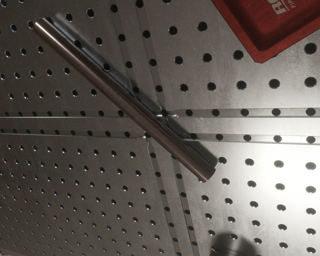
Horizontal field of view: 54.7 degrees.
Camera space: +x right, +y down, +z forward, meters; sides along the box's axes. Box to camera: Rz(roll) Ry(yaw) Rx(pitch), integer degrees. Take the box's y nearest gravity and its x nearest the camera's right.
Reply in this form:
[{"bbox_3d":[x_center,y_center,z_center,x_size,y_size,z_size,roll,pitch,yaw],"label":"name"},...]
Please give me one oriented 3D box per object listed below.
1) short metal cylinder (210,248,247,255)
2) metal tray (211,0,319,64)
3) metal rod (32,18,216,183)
[{"bbox_3d":[0.109,0.236,0.483,0.080,0.050,0.079,13,124,20],"label":"short metal cylinder"},{"bbox_3d":[0.092,-0.135,0.275,0.090,0.030,0.130,-32,101,37],"label":"metal tray"},{"bbox_3d":[-0.046,-0.036,0.411,0.300,0.025,0.025,42,129,-1],"label":"metal rod"}]
